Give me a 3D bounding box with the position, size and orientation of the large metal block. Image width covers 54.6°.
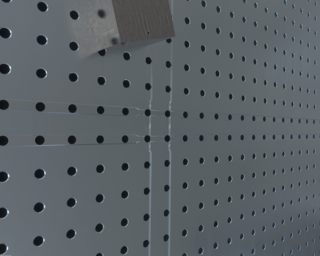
[{"bbox_3d":[-0.035,-0.139,0.362,0.081,0.050,0.080,-20,103,-38],"label":"large metal block"}]
